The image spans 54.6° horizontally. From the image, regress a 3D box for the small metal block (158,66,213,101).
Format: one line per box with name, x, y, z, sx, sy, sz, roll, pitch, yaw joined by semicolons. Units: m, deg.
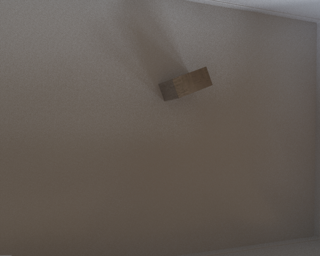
small metal block;0.032;-0.057;0.409;0.050;0.050;0.025;-23;98;-19
